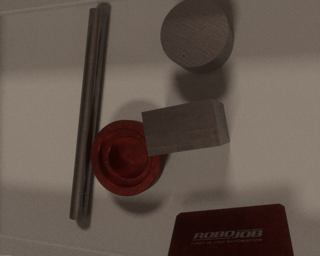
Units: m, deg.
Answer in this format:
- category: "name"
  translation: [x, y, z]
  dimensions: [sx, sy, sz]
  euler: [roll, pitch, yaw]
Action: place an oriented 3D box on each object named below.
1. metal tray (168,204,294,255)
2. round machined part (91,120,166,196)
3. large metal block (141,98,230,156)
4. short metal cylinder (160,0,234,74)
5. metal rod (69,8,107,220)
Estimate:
- category: "metal tray"
  translation: [0.078, 0.132, 0.346]
  dimensions: [0.130, 0.090, 0.030]
  euler: [-11, 117, 19]
- category: "round machined part"
  translation: [-0.039, 0.038, 0.414]
  dimensions: [0.098, 0.042, 0.097]
  euler: [0, 90, 19]
- category: "large metal block"
  translation: [0.034, 0.000, 0.369]
  dimensions: [0.080, 0.080, 0.050]
  euler: [-10, 87, 19]
- category: "short metal cylinder"
  translation: [0.047, -0.110, 0.380]
  dimensions: [0.080, 0.050, 0.079]
  euler: [0, 90, 19]
- category: "metal rod"
  translation: [-0.103, -0.018, 0.445]
  dimensions: [0.025, 0.025, 0.298]
  euler: [7, 92, 19]
